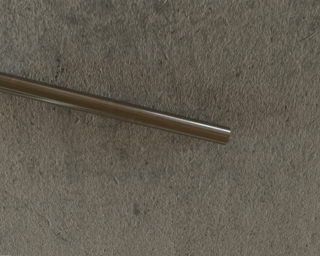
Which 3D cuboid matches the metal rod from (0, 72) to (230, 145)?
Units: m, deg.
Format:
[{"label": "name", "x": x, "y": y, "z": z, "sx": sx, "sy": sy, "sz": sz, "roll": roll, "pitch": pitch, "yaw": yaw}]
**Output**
[{"label": "metal rod", "x": -0.057, "y": -0.024, "z": 0.400, "sx": 0.302, "sy": 0.025, "sz": 0.025, "roll": 13, "pitch": 110, "yaw": -5}]
